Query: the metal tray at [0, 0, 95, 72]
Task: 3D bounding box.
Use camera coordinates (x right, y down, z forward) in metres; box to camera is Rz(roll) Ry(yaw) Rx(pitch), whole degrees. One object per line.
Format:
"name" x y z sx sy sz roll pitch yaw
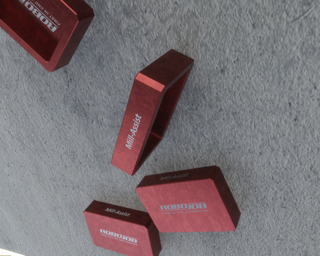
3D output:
"metal tray" -0.148 -0.140 0.355 0.130 0.030 0.090 43 129 -2

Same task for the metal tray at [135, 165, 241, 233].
"metal tray" 0.039 0.107 0.449 0.130 0.030 0.090 -14 111 34

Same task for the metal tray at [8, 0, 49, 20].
"metal tray" -0.171 -0.198 0.371 0.130 0.030 0.089 33 129 6

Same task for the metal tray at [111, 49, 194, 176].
"metal tray" -0.009 -0.017 0.359 0.030 0.090 0.129 29 128 10

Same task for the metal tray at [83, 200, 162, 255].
"metal tray" -0.067 0.183 0.552 0.130 0.030 0.089 6 121 25
